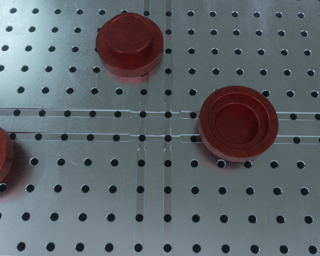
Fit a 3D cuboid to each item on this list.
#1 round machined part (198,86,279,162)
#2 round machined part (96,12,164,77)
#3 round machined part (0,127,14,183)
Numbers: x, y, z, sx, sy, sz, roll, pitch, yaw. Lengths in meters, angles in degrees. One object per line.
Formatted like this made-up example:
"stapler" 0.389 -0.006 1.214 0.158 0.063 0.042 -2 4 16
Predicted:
"round machined part" 0.098 -0.003 0.405 0.099 0.042 0.098 0 70 -1
"round machined part" -0.044 -0.127 0.449 0.099 0.042 0.098 0 70 -1
"round machined part" -0.232 0.038 0.386 0.099 0.042 0.098 0 70 -1
